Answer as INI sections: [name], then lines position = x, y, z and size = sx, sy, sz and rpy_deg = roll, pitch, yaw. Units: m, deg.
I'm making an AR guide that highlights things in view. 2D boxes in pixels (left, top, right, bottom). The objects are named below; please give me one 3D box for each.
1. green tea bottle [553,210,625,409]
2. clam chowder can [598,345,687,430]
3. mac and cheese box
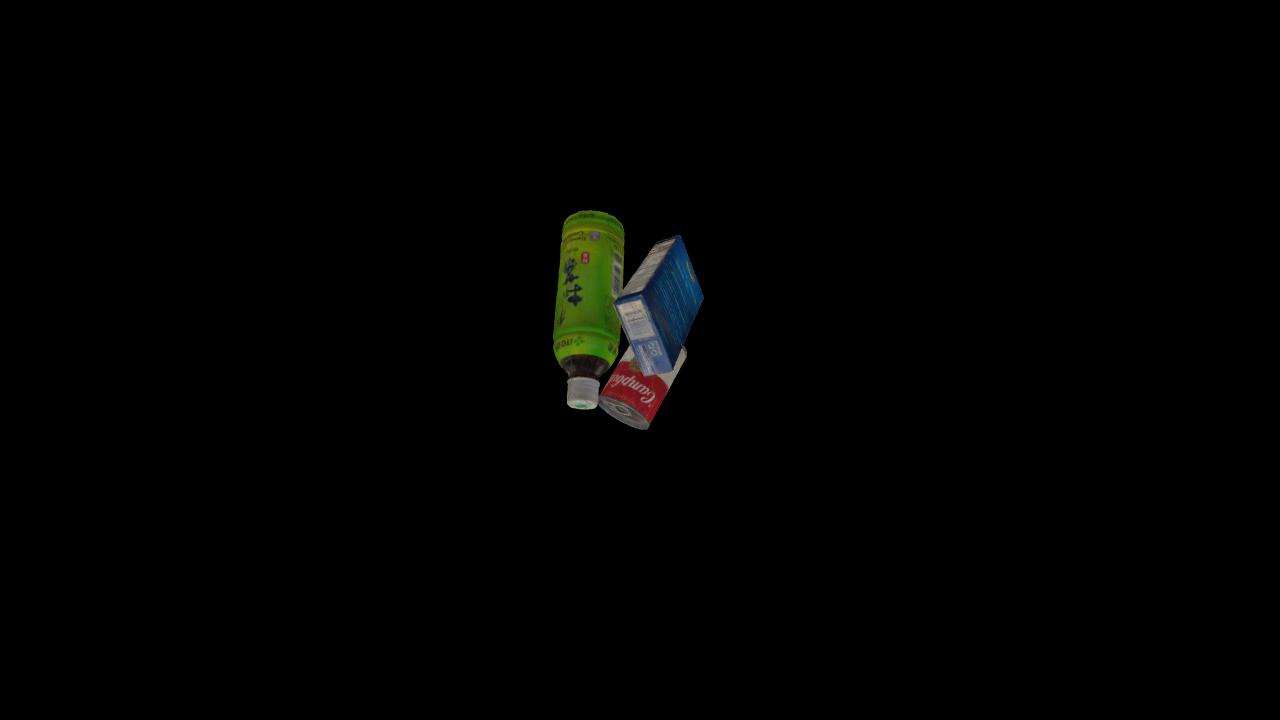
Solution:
[green tea bottle]
position = -0.053, -0.053, 0.643
size = 0.073, 0.212, 0.073
rpy_deg = 0, -24, 0
[clam chowder can]
position = 0.004, 0.020, 0.712
size = 0.068, 0.102, 0.068
rpy_deg = 26, -22, 11
[mac and cheese box]
position = 0.027, -0.068, 0.709
size = 0.041, 0.093, 0.184
rpy_deg = -14, 24, 24
